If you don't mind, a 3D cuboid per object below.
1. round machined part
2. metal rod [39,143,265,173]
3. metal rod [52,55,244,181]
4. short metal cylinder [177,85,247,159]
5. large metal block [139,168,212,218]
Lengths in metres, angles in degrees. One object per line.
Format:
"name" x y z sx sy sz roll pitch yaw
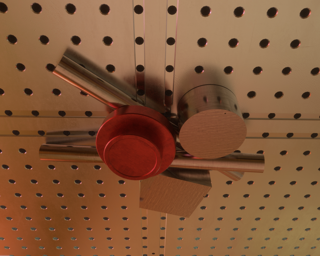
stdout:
"round machined part" -0.030 0.025 0.377 0.099 0.042 0.097 3 122 4
"metal rod" -0.016 0.040 0.421 0.302 0.025 0.025 2 131 7
"metal rod" 0.002 -0.001 0.411 0.301 0.025 0.025 31 123 -24
"short metal cylinder" 0.063 -0.007 0.389 0.081 0.050 0.079 0 130 0
"large metal block" 0.021 0.084 0.465 0.081 0.050 0.079 16 128 -13
